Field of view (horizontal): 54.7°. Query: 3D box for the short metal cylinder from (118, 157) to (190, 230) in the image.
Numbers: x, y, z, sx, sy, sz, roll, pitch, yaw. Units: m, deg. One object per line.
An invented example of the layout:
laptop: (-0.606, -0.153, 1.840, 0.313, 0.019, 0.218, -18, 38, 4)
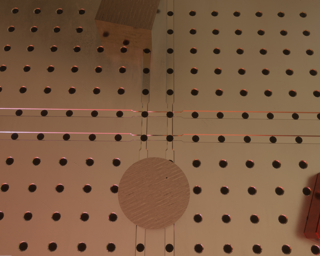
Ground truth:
short metal cylinder: (-0.007, 0.080, 0.369, 0.081, 0.050, 0.080, 0, 70, 0)

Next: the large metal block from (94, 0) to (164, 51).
large metal block: (-0.042, -0.169, 0.460, 0.080, 0.050, 0.080, 12, 70, 4)

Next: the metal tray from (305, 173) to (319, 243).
metal tray: (0.252, 0.112, 0.369, 0.131, 0.030, 0.090, 21, 71, 7)
